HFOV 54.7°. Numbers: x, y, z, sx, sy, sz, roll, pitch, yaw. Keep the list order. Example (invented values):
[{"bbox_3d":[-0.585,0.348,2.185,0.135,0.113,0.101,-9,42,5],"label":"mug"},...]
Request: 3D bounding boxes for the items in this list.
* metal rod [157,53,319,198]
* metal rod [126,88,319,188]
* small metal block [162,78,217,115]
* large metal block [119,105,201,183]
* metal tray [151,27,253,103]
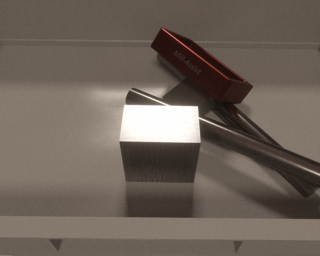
[{"bbox_3d":[0.090,-0.025,0.427,0.025,0.025,0.300,-27,56,-21],"label":"metal rod"},{"bbox_3d":[0.090,0.015,0.362,0.301,0.025,0.025,24,54,20],"label":"metal rod"},{"bbox_3d":[0.040,-0.037,0.423,0.050,0.025,0.050,-39,57,3],"label":"small metal block"},{"bbox_3d":[0.000,0.020,0.353,0.081,0.080,0.050,1,50,0],"label":"large metal block"},{"bbox_3d":[0.059,-0.087,0.435,0.130,0.030,0.091,44,24,23],"label":"metal tray"}]
